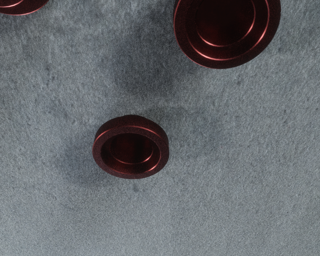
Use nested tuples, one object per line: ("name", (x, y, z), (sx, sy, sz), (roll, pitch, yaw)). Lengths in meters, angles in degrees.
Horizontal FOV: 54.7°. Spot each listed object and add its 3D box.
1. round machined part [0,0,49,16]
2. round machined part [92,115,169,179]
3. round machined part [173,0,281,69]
("round machined part", (-0.140, -0.146, 0.270), (0.099, 0.042, 0.097), (-1, 130, 0))
("round machined part", (-0.038, 0.021, 0.413), (0.099, 0.042, 0.097), (-1, 130, 0))
("round machined part", (0.062, -0.111, 0.303), (0.099, 0.042, 0.097), (-1, 130, 0))
